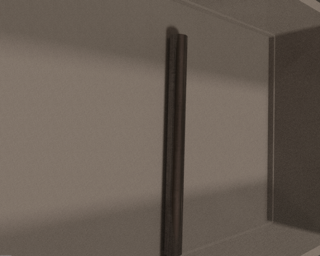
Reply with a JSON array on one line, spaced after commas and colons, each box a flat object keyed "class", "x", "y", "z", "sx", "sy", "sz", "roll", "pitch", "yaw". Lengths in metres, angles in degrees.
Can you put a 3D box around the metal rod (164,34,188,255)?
[{"class": "metal rod", "x": 0.022, "y": 0.022, "z": 0.426, "sx": 0.025, "sy": 0.025, "sz": 0.298, "roll": 3, "pitch": 88, "yaw": -40}]
